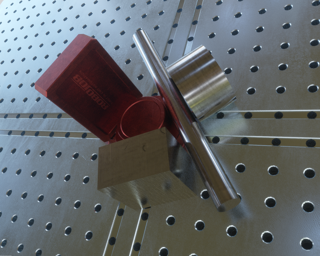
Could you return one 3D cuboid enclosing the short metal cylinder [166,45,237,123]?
[{"bbox_3d":[0.049,-0.053,0.377,0.050,0.080,0.080,-32,52,7],"label":"short metal cylinder"}]

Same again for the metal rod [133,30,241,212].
[{"bbox_3d":[0.018,-0.033,0.391,0.025,0.025,0.300,-31,52,8],"label":"metal rod"}]

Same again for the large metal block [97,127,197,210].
[{"bbox_3d":[-0.013,0.049,0.348,0.080,0.080,0.050,-18,55,18],"label":"large metal block"}]

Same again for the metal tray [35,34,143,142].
[{"bbox_3d":[-0.087,-0.048,0.415,0.030,0.130,0.090,31,79,37],"label":"metal tray"}]

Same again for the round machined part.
[{"bbox_3d":[-0.017,-0.002,0.406,0.098,0.042,0.098,-13,56,20],"label":"round machined part"}]
